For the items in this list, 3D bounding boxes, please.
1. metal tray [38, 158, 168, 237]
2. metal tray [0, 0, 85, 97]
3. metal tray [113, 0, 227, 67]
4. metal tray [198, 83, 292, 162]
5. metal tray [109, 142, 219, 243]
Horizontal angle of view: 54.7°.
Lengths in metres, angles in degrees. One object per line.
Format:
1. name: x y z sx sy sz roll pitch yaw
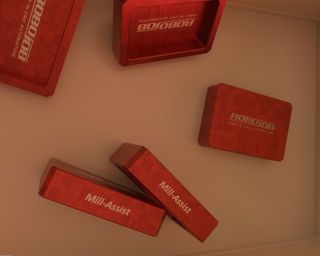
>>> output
1. metal tray: -0.067 0.076 0.351 0.131 0.090 0.030 26 82 -18
2. metal tray: -0.140 -0.108 0.330 0.091 0.030 0.129 19 106 -19
3. metal tray: 0.010 -0.128 0.380 0.131 0.089 0.030 -14 56 -20
4. metal tray: 0.127 -0.006 0.454 0.131 0.030 0.090 12 86 -20
5. metal tray: 0.002 0.075 0.376 0.030 0.090 0.130 -47 105 -14
